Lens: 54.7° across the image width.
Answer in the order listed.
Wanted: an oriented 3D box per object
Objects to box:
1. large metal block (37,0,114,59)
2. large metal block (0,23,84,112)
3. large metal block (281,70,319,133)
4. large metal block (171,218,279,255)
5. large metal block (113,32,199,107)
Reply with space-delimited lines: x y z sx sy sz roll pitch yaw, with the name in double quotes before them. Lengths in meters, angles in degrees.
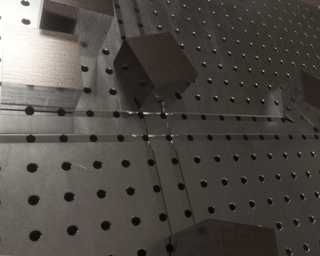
"large metal block" -0.112 -0.142 0.400 0.081 0.080 0.050 6 59 -26
"large metal block" -0.138 -0.067 0.359 0.081 0.050 0.080 2 61 -28
"large metal block" 0.277 -0.049 0.574 0.080 0.050 0.080 23 53 -15
"large metal block" 0.065 0.136 0.327 0.081 0.080 0.050 15 56 -21
"large metal block" -0.006 -0.085 0.442 0.081 0.050 0.080 -21 73 -36
